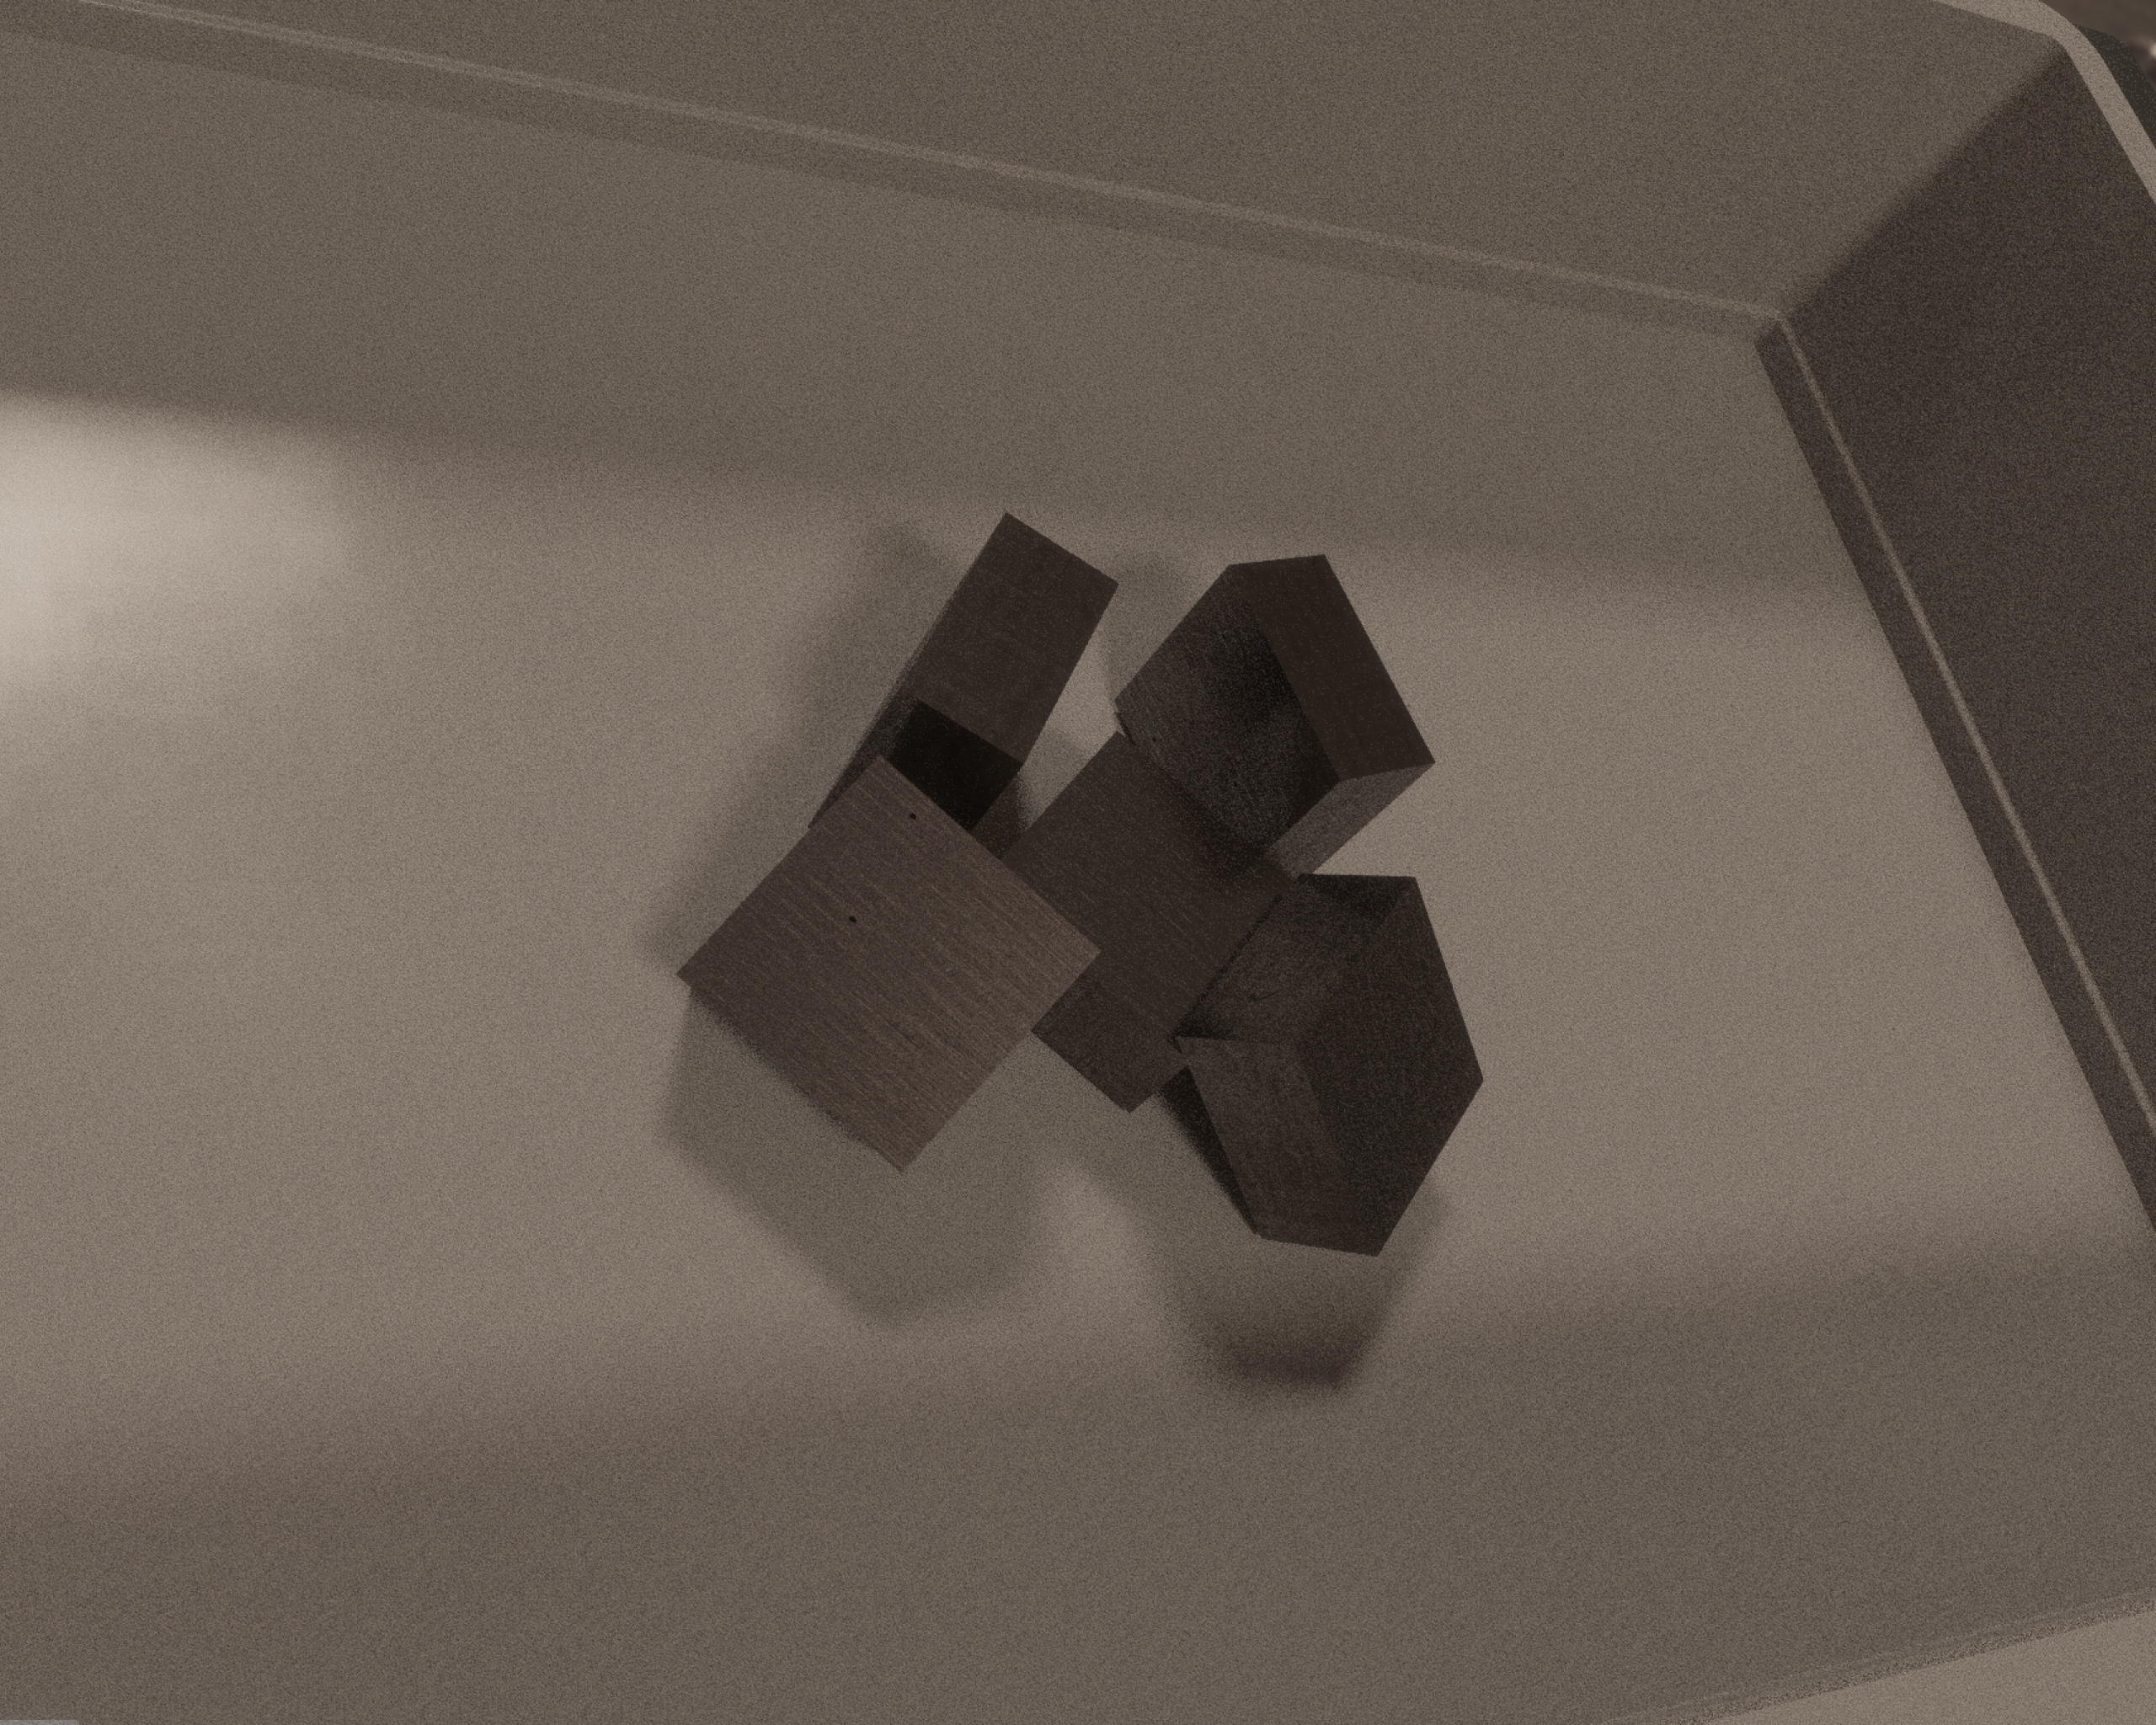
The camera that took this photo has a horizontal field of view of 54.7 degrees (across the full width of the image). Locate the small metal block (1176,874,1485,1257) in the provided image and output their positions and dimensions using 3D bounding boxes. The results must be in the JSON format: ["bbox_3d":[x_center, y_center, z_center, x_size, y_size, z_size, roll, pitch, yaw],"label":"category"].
[{"bbox_3d":[0.049,0.037,0.392,0.050,0.025,0.050,-49,127,-40],"label":"small metal block"}]

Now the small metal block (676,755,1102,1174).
[{"bbox_3d":[-0.032,0.018,0.362,0.050,0.025,0.050,42,84,0],"label":"small metal block"}]

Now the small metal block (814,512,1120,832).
[{"bbox_3d":[-0.022,-0.030,0.394,0.025,0.050,0.050,32,51,-8],"label":"small metal block"}]

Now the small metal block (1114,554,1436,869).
[{"bbox_3d":[0.039,-0.027,0.426,0.025,0.050,0.050,-12,68,-34],"label":"small metal block"}]

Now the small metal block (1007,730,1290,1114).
[{"bbox_3d":[0.009,0.011,0.402,0.050,0.025,0.050,41,51,-1],"label":"small metal block"}]
